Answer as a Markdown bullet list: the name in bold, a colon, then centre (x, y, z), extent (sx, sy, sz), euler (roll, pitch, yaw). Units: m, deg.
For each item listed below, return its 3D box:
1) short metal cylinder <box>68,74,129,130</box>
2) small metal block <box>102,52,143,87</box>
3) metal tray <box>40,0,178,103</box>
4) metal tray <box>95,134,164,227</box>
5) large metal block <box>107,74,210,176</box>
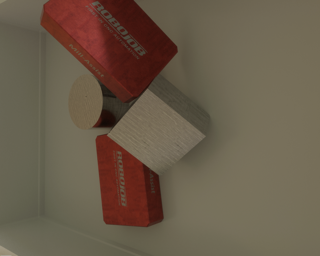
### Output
- **short metal cylinder**: centre (-0.092, -0.037, 0.464), extent (0.080, 0.050, 0.079), euler (0, 90, 39)
- **small metal block**: centre (-0.048, -0.078, 0.431), extent (0.050, 0.025, 0.050), euler (-25, 72, 8)
- **metal tray**: centre (-0.053, -0.103, 0.349), extent (0.130, 0.090, 0.030), euler (44, 154, -13)
- **metal tray**: centre (-0.046, 0.069, 0.439), extent (0.090, 0.030, 0.129), euler (-11, 83, 39)
- **large metal block**: centre (-0.001, -0.003, 0.365), extent (0.080, 0.050, 0.080), euler (39, 121, -9)
